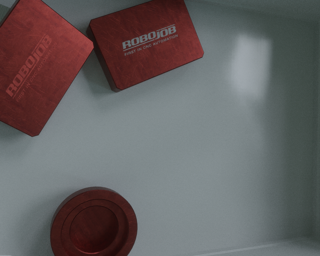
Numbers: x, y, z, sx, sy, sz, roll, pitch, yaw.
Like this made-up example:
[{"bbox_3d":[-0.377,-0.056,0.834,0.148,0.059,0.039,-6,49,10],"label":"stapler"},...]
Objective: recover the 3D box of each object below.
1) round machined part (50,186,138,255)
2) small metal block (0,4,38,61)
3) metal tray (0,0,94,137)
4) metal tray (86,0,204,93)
[{"bbox_3d":[-0.080,0.119,0.373,0.099,0.042,0.097,0,90,-21],"label":"round machined part"},{"bbox_3d":[-0.169,-0.105,0.348,0.050,0.025,0.050,18,84,-20],"label":"small metal block"},{"bbox_3d":[-0.145,-0.067,0.340,0.090,0.030,0.130,36,78,-35],"label":"metal tray"},{"bbox_3d":[-0.017,-0.111,0.402,0.131,0.030,0.090,-26,99,-19],"label":"metal tray"}]
